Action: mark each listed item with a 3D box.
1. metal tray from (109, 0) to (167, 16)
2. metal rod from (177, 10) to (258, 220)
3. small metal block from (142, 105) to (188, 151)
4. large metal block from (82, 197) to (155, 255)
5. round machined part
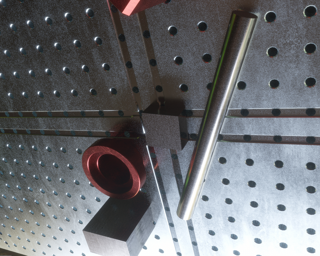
[{"bbox_3d":[-0.049,-0.169,0.288,0.130,0.090,0.030,45,129,-3],"label":"metal tray"},{"bbox_3d":[0.060,0.010,0.384,0.025,0.025,0.298,21,126,15],"label":"metal rod"},{"bbox_3d":[0.007,-0.001,0.406,0.050,0.025,0.050,6,121,24],"label":"small metal block"},{"bbox_3d":[-0.065,0.166,0.511,0.080,0.080,0.050,5,120,25],"label":"large metal block"},{"bbox_3d":[-0.065,0.057,0.467,0.098,0.042,0.097,13,124,20],"label":"round machined part"}]
